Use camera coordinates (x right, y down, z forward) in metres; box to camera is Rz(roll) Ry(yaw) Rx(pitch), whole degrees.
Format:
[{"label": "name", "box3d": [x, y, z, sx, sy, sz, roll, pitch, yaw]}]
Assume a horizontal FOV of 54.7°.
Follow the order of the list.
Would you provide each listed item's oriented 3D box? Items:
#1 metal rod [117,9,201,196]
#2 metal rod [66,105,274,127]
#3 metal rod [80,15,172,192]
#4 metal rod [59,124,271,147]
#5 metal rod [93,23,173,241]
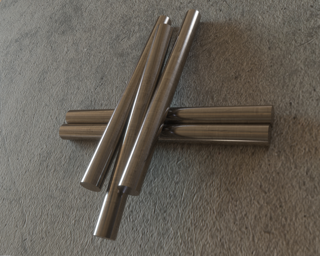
[{"label": "metal rod", "box3d": [0.009, -0.054, 0.405, 0.025, 0.025, 0.300, 1, 54, 28]}, {"label": "metal rod", "box3d": [-0.006, -0.015, 0.418, 0.300, 0.025, 0.025, 0, 62, 28]}, {"label": "metal rod", "box3d": [-0.036, -0.054, 0.429, 0.025, 0.025, 0.300, 1, 54, 28]}, {"label": "metal rod", "box3d": [-0.013, 0.007, 0.408, 0.300, 0.025, 0.025, 0, 62, 28]}, {"label": "metal rod", "box3d": [-0.026, -0.014, 0.393, 0.025, 0.025, 0.300, 0, 61, 28]}]
